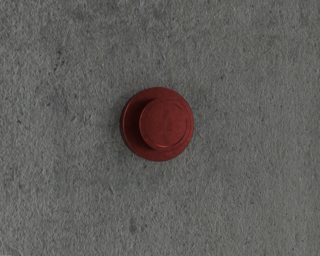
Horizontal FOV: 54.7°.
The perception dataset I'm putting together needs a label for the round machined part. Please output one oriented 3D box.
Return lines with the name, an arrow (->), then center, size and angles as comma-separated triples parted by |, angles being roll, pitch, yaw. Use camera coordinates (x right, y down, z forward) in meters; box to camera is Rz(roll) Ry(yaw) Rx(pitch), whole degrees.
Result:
round machined part -> 0.000, -0.005, 0.402 | 0.099, 0.042, 0.097 | 0, 90, -21
